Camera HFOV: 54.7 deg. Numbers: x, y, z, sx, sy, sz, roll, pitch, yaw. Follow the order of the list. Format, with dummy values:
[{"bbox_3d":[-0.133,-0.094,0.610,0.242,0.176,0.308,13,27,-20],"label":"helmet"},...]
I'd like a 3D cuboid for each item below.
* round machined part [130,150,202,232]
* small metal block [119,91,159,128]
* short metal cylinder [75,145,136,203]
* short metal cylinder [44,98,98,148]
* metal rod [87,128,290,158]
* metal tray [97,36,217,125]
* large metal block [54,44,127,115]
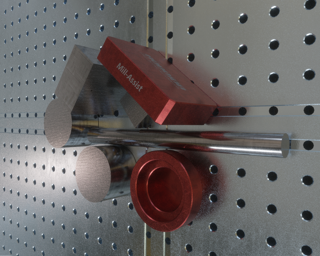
[{"bbox_3d":[0.012,0.075,0.389,0.098,0.042,0.097,0,90,40],"label":"round machined part"},{"bbox_3d":[-0.023,-0.035,0.429,0.050,0.025,0.050,-46,63,30],"label":"small metal block"},{"bbox_3d":[-0.080,0.066,0.459,0.080,0.050,0.080,0,90,40],"label":"short metal cylinder"},{"bbox_3d":[-0.149,-0.008,0.515,0.080,0.050,0.080,0,90,40],"label":"short metal cylinder"},{"bbox_3d":[0.009,0.015,0.402,0.300,0.025,0.025,1,91,40],"label":"metal rod"},{"bbox_3d":[-0.004,-0.056,0.370,0.130,0.091,0.030,48,119,29],"label":"metal tray"},{"bbox_3d":[-0.093,-0.066,0.451,0.050,0.081,0.080,46,117,29],"label":"large metal block"}]
